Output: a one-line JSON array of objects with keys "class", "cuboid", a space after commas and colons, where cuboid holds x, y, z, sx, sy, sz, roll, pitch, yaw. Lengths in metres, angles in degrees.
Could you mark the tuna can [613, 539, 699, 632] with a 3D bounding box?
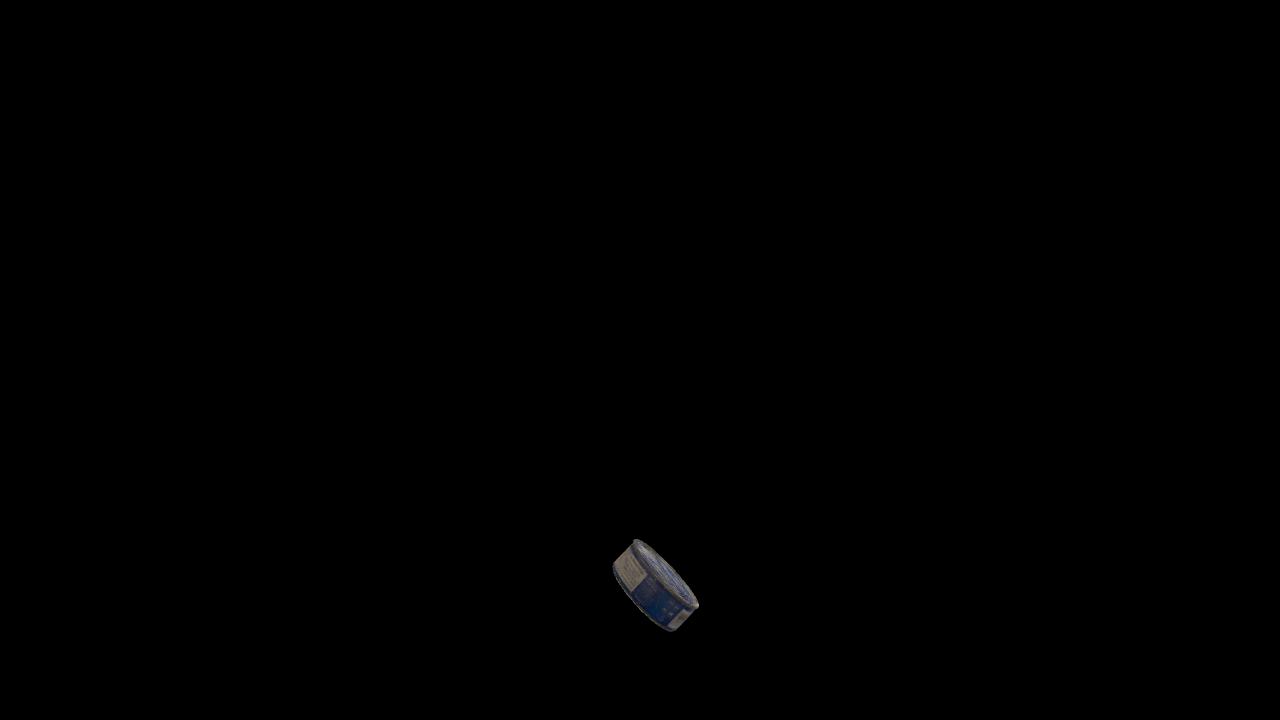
[{"class": "tuna can", "cuboid": [0.014, 0.210, 0.573, 0.084, 0.034, 0.084, 44, -2, 2]}]
